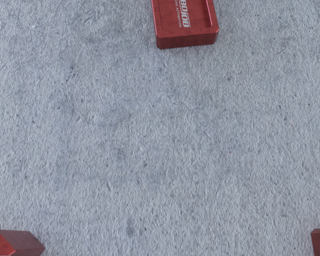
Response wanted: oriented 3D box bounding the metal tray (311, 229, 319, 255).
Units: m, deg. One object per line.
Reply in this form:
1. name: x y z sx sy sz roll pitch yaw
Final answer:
1. metal tray: 0.248 0.160 0.348 0.131 0.030 0.090 0 70 0

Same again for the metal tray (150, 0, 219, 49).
1. metal tray: 0.033 -0.187 0.473 0.091 0.030 0.130 -6 70 -3

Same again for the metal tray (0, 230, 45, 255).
1. metal tray: -0.188 0.164 0.312 0.030 0.090 0.130 39 75 13
